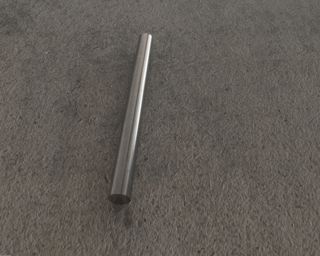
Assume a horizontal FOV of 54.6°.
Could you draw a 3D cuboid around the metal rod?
[{"bbox_3d":[-0.034,-0.037,0.434,0.025,0.025,0.300,3,50,2],"label":"metal rod"}]
